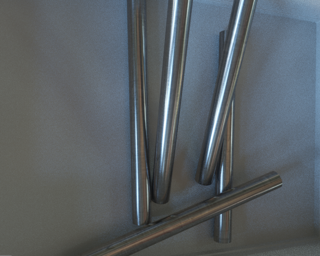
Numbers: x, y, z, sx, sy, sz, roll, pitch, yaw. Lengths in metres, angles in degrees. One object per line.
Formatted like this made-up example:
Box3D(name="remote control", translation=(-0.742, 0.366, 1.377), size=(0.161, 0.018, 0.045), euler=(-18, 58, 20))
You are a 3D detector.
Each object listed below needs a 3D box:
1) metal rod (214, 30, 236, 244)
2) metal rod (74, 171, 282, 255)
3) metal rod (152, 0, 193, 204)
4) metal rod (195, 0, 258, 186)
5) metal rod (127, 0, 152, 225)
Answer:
Box3D(name="metal rod", translation=(0.094, 0.012, 0.444), size=(0.025, 0.025, 0.298), euler=(2, 89, -20))
Box3D(name="metal rod", translation=(0.027, 0.119, 0.397), size=(0.302, 0.025, 0.025), euler=(-19, 97, -16))
Box3D(name="metal rod", translation=(0.013, -0.042, 0.354), size=(0.025, 0.025, 0.298), euler=(-4, 115, -20))
Box3D(name="metal rod", translation=(0.082, -0.061, 0.374), size=(0.025, 0.025, 0.298), euler=(-1, 116, -20))
Box3D(name="metal rod", translation=(-0.027, -0.027, 0.400), size=(0.025, 0.025, 0.298), euler=(-2, 91, -20))
